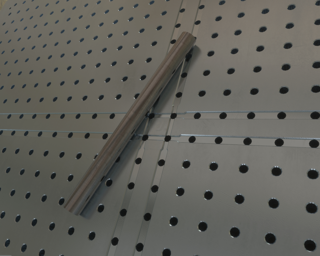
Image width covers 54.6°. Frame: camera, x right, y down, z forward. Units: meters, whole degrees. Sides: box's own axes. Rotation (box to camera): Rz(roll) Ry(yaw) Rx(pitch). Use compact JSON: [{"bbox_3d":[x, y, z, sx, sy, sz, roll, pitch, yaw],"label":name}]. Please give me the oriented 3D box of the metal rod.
[{"bbox_3d":[-0.036,-0.015,0.437,0.025,0.025,0.300,24,74,36],"label":"metal rod"}]
